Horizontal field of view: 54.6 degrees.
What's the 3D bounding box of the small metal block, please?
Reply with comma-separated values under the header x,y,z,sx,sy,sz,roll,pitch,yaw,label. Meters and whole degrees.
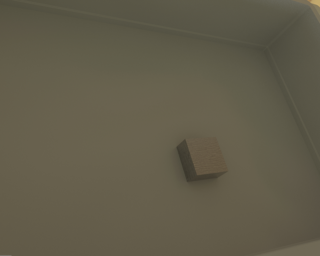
x,y,z,sx,sy,sz,roll,pitch,yaw,label
0.056,0.041,0.410,0.050,0.025,0.050,-2,63,-29,small metal block
